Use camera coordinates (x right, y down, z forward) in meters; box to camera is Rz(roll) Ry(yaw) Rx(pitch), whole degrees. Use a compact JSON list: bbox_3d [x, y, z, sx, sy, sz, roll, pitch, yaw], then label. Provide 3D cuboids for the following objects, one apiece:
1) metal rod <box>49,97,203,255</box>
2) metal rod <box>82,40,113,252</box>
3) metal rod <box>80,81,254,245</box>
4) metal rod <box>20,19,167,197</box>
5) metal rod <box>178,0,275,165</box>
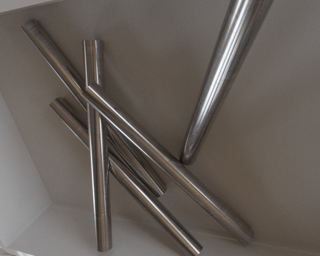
[{"bbox_3d":[-0.053,0.069,0.450,0.300,0.025,0.025,46,129,6],"label":"metal rod"},{"bbox_3d":[-0.084,0.035,0.425,0.025,0.025,0.298,7,107,24],"label":"metal rod"},{"bbox_3d":[0.018,0.053,0.407,0.300,0.025,0.025,44,129,-12],"label":"metal rod"},{"bbox_3d":[-0.088,-0.020,0.440,0.025,0.025,0.299,-29,103,37],"label":"metal rod"},{"bbox_3d":[0.049,-0.031,0.283,0.025,0.025,0.299,28,153,10],"label":"metal rod"}]
